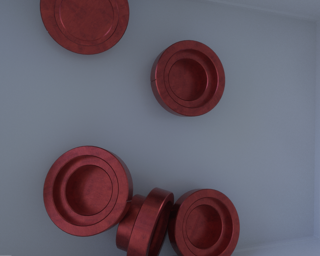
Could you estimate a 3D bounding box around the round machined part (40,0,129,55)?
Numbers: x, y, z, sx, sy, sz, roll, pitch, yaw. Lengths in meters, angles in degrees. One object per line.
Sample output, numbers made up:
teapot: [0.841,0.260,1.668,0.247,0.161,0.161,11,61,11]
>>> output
round machined part: [-0.083,-0.131,0.350,0.099,0.042,0.097,-7,119,-13]

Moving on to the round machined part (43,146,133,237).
round machined part: [-0.078,0.072,0.357,0.098,0.042,0.098,-2,78,9]

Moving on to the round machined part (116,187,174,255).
round machined part: [-0.019,0.119,0.375,0.042,0.098,0.098,15,84,16]

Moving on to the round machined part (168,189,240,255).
round machined part: [0.054,0.131,0.415,0.099,0.042,0.098,5,78,-24]

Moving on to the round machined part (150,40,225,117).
round machined part: [0.033,-0.063,0.414,0.099,0.042,0.097,0,90,-20]
